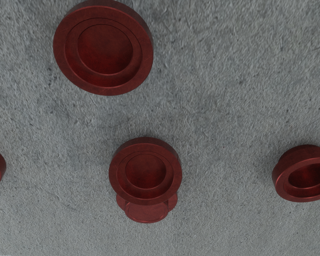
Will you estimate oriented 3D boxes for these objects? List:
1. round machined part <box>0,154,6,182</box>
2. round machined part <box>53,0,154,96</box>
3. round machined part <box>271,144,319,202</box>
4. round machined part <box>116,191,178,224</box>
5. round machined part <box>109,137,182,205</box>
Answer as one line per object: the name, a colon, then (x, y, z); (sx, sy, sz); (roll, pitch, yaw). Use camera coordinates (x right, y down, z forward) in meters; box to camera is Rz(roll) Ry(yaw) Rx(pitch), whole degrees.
round machined part: (-0.280, 0.061, 0.445); (0.099, 0.042, 0.097); (0, 130, 0)
round machined part: (-0.056, -0.085, 0.323); (0.099, 0.042, 0.097); (0, 130, 0)
round machined part: (0.212, 0.062, 0.451); (0.099, 0.042, 0.097); (0, 130, 0)
round machined part: (-0.021, 0.116, 0.495); (0.099, 0.042, 0.097); (0, 130, 0)
round machined part: (-0.019, 0.056, 0.432); (0.099, 0.042, 0.097); (0, 113, 0)
